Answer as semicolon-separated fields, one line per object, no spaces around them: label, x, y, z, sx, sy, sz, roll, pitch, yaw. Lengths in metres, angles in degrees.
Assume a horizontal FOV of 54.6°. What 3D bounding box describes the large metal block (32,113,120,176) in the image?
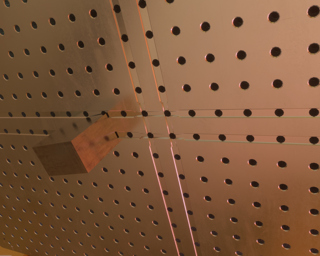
large metal block;-0.121;0.025;0.456;0.080;0.080;0.050;-9;114;32
